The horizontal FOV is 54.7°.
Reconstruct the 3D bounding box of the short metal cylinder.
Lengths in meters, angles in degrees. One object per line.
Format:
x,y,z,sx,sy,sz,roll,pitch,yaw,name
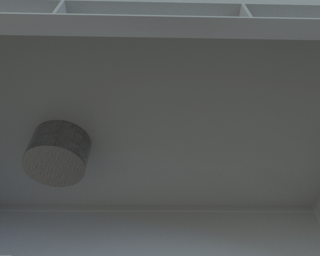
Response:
-0.138,0.035,0.421,0.081,0.050,0.079,0,130,0,short metal cylinder
